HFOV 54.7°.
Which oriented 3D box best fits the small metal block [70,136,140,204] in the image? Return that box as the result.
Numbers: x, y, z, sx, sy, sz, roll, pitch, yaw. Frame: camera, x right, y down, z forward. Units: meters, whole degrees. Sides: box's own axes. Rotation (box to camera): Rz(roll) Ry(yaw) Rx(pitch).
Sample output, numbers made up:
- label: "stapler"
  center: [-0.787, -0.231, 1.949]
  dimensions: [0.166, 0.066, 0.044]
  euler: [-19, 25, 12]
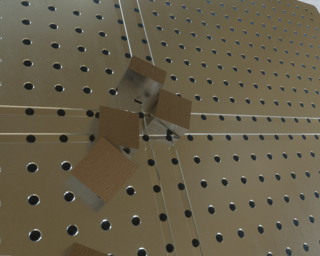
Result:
- label: "small metal block"
  center: [-0.058, 0.044, 0.335]
  dimensions: [0.050, 0.025, 0.050]
  euler: [41, 89, -1]

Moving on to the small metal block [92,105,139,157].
- label: "small metal block"
  center: [-0.053, 0.005, 0.378]
  dimensions: [0.050, 0.025, 0.050]
  euler: [12, 57, -22]

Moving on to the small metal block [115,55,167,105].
- label: "small metal block"
  center: [-0.026, -0.063, 0.418]
  dimensions: [0.050, 0.050, 0.025]
  euler: [24, 53, -14]

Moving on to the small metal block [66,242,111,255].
- label: "small metal block"
  center: [-0.068, 0.141, 0.286]
  dimensions: [0.050, 0.025, 0.050]
  euler: [26, 52, -12]

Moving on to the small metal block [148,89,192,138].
- label: "small metal block"
  center: [0.014, -0.020, 0.430]
  dimensions: [0.050, 0.025, 0.050]
  euler: [21, 54, -16]
